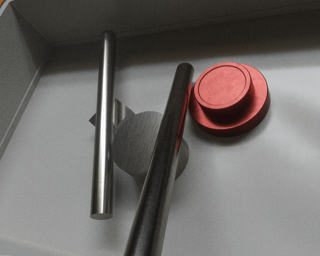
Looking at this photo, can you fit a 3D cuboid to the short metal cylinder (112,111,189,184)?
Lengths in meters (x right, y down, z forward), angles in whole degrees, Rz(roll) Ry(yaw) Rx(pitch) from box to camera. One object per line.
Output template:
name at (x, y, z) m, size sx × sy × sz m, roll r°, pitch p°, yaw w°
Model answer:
short metal cylinder at (-0.011, 0.026, 0.378) m, size 0.080 × 0.050 × 0.080 m, roll -13°, pitch 56°, yaw 20°

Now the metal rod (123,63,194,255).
metal rod at (0.010, 0.011, 0.312) m, size 0.025 × 0.025 × 0.301 m, roll -13°, pitch 33°, yaw 21°

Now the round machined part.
round machined part at (0.080, -0.041, 0.377) m, size 0.098 × 0.042 × 0.098 m, roll -13°, pitch 56°, yaw 20°

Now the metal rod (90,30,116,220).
metal rod at (-0.075, -0.026, 0.427) m, size 0.025 × 0.025 × 0.299 m, roll -17°, pitch 55°, yaw 18°

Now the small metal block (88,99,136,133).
small metal block at (-0.066, -0.012, 0.446) m, size 0.050 × 0.025 × 0.050 m, roll -49°, pitch 52°, yaw -6°
